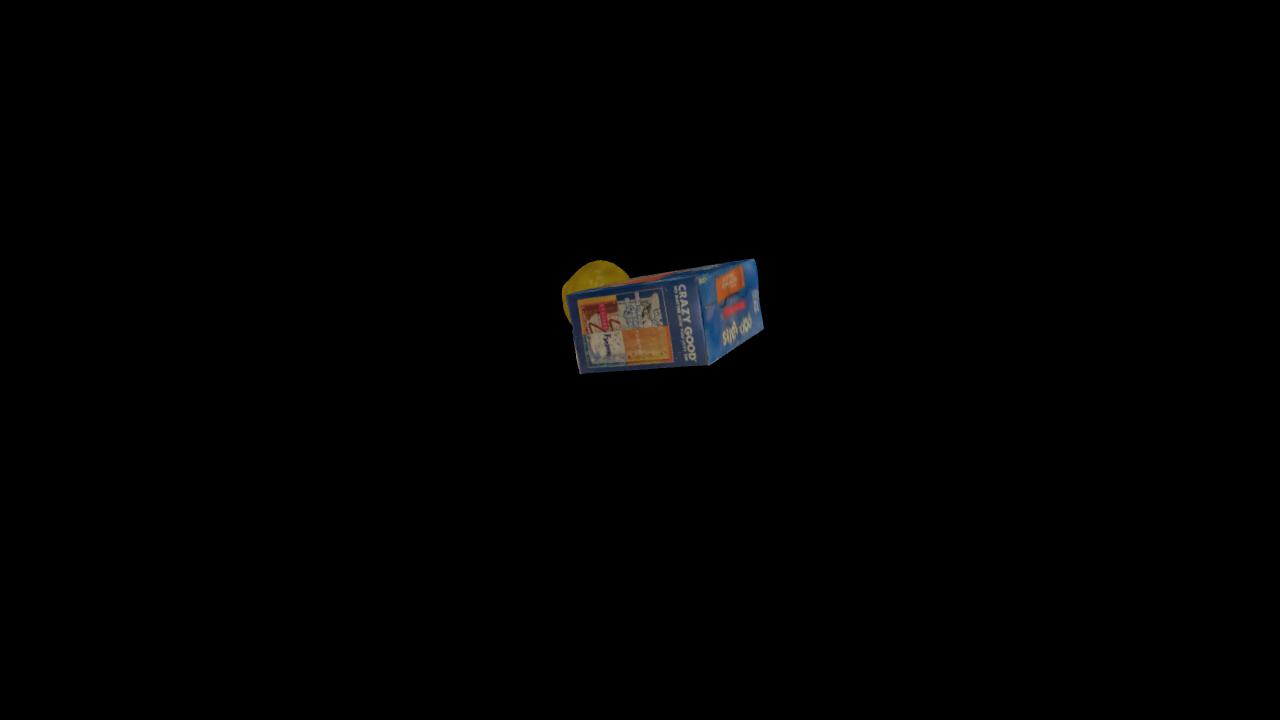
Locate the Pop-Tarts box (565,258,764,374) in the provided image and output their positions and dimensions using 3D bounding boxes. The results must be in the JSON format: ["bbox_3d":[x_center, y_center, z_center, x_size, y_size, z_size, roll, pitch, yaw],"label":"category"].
[{"bbox_3d":[0.032,-0.048,0.630,0.141,0.083,0.167,-4,12,29],"label":"Pop-Tarts box"}]

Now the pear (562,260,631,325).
[{"bbox_3d":[-0.060,-0.067,0.669,0.080,0.080,0.111,0,3,-44],"label":"pear"}]

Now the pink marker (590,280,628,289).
[{"bbox_3d":[-0.016,-0.064,0.644,0.121,0.020,0.020,38,21,29],"label":"pink marker"}]
